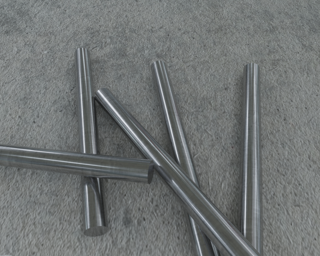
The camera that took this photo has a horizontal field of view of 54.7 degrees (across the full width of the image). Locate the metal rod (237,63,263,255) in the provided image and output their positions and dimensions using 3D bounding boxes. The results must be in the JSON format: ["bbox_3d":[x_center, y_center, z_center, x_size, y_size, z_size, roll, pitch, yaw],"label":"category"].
[{"bbox_3d":[0.113,0.022,0.385,0.025,0.025,0.300,9,50,7],"label":"metal rod"}]

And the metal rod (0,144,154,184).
[{"bbox_3d":[-0.156,0.033,0.352,0.301,0.025,0.025,5,50,12],"label":"metal rod"}]

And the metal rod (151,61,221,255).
[{"bbox_3d":[0.023,0.018,0.387,0.025,0.025,0.300,-7,50,-6],"label":"metal rod"}]

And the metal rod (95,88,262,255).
[{"bbox_3d":[0.000,0.037,0.347,0.025,0.025,0.300,-27,48,-21],"label":"metal rod"}]

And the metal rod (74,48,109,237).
[{"bbox_3d":[-0.095,-0.007,0.408,0.025,0.025,0.300,-9,51,-8],"label":"metal rod"}]
